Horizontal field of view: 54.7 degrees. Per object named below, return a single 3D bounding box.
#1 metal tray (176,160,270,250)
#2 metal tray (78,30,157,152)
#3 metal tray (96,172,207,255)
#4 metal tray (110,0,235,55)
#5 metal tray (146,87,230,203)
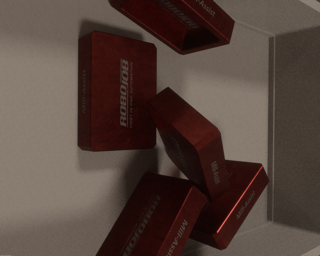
[{"bbox_3d":[0.082,0.099,0.435,0.131,0.090,0.030,-44,117,-31],"label":"metal tray"},{"bbox_3d":[-0.048,-0.039,0.365,0.091,0.030,0.129,0,90,-40],"label":"metal tray"},{"bbox_3d":[-0.012,0.117,0.355,0.030,0.090,0.130,47,62,-31],"label":"metal tray"},{"bbox_3d":[0.017,-0.140,0.380,0.131,0.090,0.030,25,74,-38],"label":"metal tray"},{"bbox_3d":[0.036,0.023,0.363,0.030,0.090,0.130,-36,142,-11],"label":"metal tray"}]
